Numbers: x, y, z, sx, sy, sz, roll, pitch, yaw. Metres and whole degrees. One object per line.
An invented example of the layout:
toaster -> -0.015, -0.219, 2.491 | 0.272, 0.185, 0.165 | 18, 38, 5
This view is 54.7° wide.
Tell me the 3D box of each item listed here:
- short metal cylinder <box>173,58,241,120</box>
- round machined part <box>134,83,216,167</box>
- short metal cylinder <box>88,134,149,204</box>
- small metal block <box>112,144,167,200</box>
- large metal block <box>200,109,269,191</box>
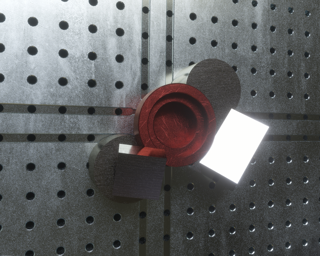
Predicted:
short metal cylinder -> 0.062, -0.050, 0.422 | 0.081, 0.050, 0.079 | 0, 90, -20
round machined part -> 0.015, -0.004, 0.378 | 0.099, 0.042, 0.097 | 0, 90, -20
short metal cylinder -> -0.045, 0.048, 0.382 | 0.081, 0.050, 0.079 | 0, 90, -20
small metal block -> -0.023, 0.048, 0.338 | 0.050, 0.025, 0.050 | 8, 107, -8
large metal block -> 0.096, 0.032, 0.412 | 0.050, 0.080, 0.080 | 29, 79, 17
